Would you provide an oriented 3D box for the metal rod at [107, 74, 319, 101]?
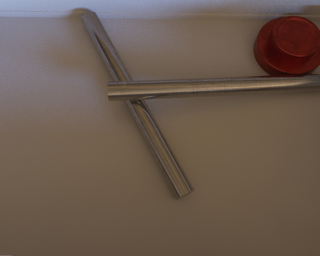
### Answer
[{"bbox_3d":[0.083,-0.055,0.415,0.302,0.025,0.025,-3,70,-8],"label":"metal rod"}]

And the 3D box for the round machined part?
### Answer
[{"bbox_3d":[0.190,-0.122,0.447,0.099,0.042,0.098,0,70,-1],"label":"round machined part"}]

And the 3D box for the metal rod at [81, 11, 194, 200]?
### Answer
[{"bbox_3d":[-0.038,-0.042,0.424,0.025,0.025,0.299,-26,72,-9],"label":"metal rod"}]
